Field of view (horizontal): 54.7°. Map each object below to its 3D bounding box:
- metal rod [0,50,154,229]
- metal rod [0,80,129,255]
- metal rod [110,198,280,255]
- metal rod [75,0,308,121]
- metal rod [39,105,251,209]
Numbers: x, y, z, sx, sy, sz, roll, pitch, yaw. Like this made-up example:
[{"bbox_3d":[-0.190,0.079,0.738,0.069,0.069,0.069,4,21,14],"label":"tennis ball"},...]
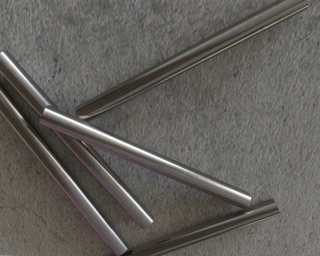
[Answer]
[{"bbox_3d":[-0.107,0.027,0.418,0.025,0.025,0.300,-34,107,11],"label":"metal rod"},{"bbox_3d":[-0.135,0.067,0.432,0.025,0.025,0.299,-29,108,10],"label":"metal rod"},{"bbox_3d":[0.032,0.171,0.473,0.301,0.025,0.025,-22,109,7],"label":"metal rod"},{"bbox_3d":[0.031,-0.083,0.379,0.301,0.025,0.025,-26,108,9],"label":"metal rod"},{"bbox_3d":[-0.008,0.044,0.412,0.302,0.025,0.025,25,108,-15],"label":"metal rod"}]
